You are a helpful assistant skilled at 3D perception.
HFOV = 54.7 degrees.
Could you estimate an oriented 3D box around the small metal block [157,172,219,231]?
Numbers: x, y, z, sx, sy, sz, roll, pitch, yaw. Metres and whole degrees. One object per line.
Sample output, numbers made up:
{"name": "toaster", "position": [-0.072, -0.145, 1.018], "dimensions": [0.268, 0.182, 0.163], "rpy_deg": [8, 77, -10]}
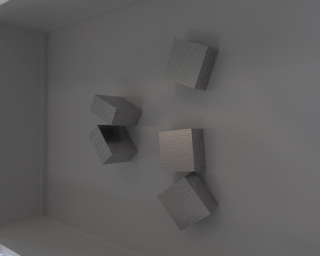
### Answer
{"name": "small metal block", "position": [0.033, 0.087, 0.373], "dimensions": [0.050, 0.025, 0.050], "rpy_deg": [-41, 79, 32]}

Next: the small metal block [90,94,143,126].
{"name": "small metal block", "position": [-0.062, -0.025, 0.442], "dimensions": [0.050, 0.050, 0.025], "rpy_deg": [32, 110, 35]}

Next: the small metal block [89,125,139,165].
{"name": "small metal block", "position": [-0.067, 0.023, 0.446], "dimensions": [0.025, 0.050, 0.050], "rpy_deg": [-45, 63, 31]}

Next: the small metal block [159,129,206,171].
{"name": "small metal block", "position": [0.027, 0.028, 0.385], "dimensions": [0.050, 0.025, 0.050], "rpy_deg": [-7, 85, 40]}

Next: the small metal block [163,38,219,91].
{"name": "small metal block", "position": [0.037, -0.078, 0.376], "dimensions": [0.050, 0.025, 0.050], "rpy_deg": [27, 107, 36]}
